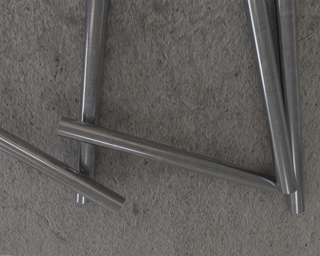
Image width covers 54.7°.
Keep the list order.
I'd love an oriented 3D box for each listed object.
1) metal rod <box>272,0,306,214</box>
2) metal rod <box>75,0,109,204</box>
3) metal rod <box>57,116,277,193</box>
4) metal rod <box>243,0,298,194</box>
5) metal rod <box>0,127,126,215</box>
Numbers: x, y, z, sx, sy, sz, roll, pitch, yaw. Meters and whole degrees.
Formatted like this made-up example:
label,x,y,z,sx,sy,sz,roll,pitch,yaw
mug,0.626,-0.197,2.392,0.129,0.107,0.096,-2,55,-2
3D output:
label,x,y,z,sx,sy,sz,roll,pitch,yaw
metal rod,0.170,-0.019,0.404,0.025,0.025,0.298,-11,110,4
metal rod,-0.088,-0.037,0.395,0.025,0.025,0.298,8,110,-3
metal rod,0.020,0.038,0.408,0.302,0.025,0.025,16,109,-12
metal rod,0.134,-0.055,0.379,0.025,0.025,0.298,-14,106,5
metal rod,-0.181,0.028,0.401,0.301,0.025,0.025,31,107,-4
